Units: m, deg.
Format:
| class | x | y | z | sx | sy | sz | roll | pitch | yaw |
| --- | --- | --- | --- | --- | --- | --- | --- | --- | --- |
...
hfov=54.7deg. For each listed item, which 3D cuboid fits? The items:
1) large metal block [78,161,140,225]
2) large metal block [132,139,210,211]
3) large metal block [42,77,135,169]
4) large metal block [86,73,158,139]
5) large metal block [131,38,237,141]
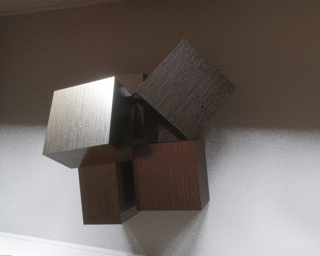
| class | x | y | z | sx | sy | sz | roll | pitch | yaw |
| --- | --- | --- | --- | --- | --- | --- | --- | --- | --- |
| large metal block | -0.058 | 0.073 | 0.399 | 0.050 | 0.080 | 0.080 | -7 | 88 | 19 |
| large metal block | 0.014 | 0.057 | 0.388 | 0.080 | 0.050 | 0.080 | -6 | 88 | 19 |
| large metal block | -0.078 | -0.004 | 0.353 | 0.080 | 0.050 | 0.080 | -10 | 61 | 19 |
| large metal block | -0.050 | -0.027 | 0.412 | 0.080 | 0.050 | 0.079 | -1 | 90 | 19 |
| large metal block | 0.025 | -0.042 | 0.359 | 0.080 | 0.050 | 0.080 | 42 | 82 | -9 |
